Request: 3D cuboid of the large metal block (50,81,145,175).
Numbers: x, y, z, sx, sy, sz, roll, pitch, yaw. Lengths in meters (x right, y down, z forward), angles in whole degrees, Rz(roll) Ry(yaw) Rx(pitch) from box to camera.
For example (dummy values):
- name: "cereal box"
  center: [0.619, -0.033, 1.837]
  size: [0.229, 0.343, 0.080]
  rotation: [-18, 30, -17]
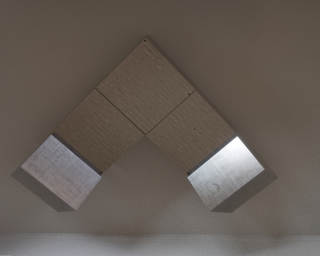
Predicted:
- name: "large metal block"
  center: [-0.075, -0.001, 0.395]
  size: [0.080, 0.050, 0.080]
  rotation: [-42, 105, 14]

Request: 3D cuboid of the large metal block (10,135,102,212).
- name: "large metal block"
  center: [-0.134, 0.061, 0.394]
  size: [0.080, 0.050, 0.080]
  rotation: [44, 147, -15]

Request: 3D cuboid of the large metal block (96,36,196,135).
- name: "large metal block"
  center: [-0.016, -0.053, 0.376]
  size: [0.080, 0.050, 0.080]
  rotation: [-42, 105, 14]

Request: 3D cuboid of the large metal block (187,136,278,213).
- name: "large metal block"
  center: [0.095, 0.064, 0.398]
  size: [0.080, 0.050, 0.080]
  rotation: [-42, 148, 14]

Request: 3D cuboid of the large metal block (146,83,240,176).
- name: "large metal block"
  center: [0.040, 0.001, 0.397]
  size: [0.080, 0.050, 0.080]
  rotation: [-42, 105, 14]
